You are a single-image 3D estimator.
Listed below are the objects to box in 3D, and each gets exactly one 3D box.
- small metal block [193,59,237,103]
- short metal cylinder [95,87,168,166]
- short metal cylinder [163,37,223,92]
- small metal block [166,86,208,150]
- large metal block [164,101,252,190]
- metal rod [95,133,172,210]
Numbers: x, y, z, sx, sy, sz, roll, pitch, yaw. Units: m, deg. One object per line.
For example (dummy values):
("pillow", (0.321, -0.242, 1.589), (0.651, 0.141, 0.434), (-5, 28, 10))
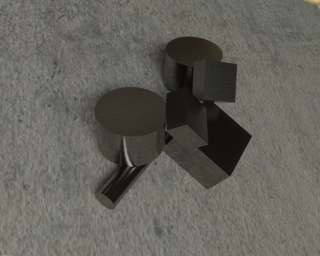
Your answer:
("small metal block", (0.071, -0.059, 0.401), (0.050, 0.025, 0.050), (2, 91, -28))
("short metal cylinder", (-0.032, -0.003, 0.357), (0.081, 0.050, 0.080), (3, 45, -3))
("short metal cylinder", (0.047, -0.091, 0.453), (0.081, 0.050, 0.080), (3, 45, -3))
("small metal block", (0.031, -0.010, 0.350), (0.050, 0.025, 0.050), (40, 42, -45))
("large metal block", (0.063, 0.020, 0.411), (0.080, 0.050, 0.080), (41, 51, 0))
("metal rod", (0.019, -0.010, 0.423), (0.025, 0.025, 0.301), (42, 51, 0))
